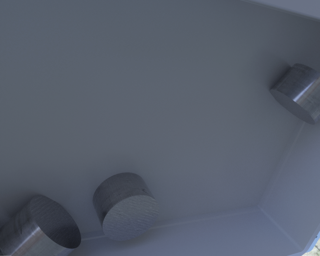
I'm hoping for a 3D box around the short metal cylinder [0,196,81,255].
[{"bbox_3d":[-0.143,0.129,0.375,0.050,0.080,0.080,-43,129,1],"label":"short metal cylinder"}]

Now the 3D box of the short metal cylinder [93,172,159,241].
[{"bbox_3d":[-0.048,0.110,0.434,0.081,0.050,0.079,-14,124,-21],"label":"short metal cylinder"}]

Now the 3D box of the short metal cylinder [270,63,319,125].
[{"bbox_3d":[0.213,-0.050,0.458,0.050,0.080,0.080,-49,129,6],"label":"short metal cylinder"}]
